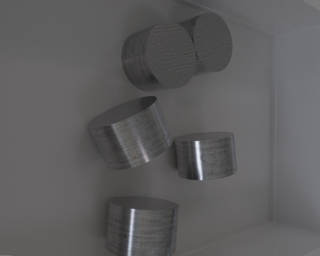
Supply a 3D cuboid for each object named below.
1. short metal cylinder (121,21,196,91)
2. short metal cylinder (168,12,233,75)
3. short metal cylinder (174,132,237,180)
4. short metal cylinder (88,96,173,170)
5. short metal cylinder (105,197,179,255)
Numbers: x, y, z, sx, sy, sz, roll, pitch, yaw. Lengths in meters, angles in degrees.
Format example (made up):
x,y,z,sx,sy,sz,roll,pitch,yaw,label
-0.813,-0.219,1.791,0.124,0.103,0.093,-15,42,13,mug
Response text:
x,y,z,sx,sy,sz,roll,pitch,yaw,label
-0.001,-0.088,0.389,0.081,0.050,0.080,0,90,-40,short metal cylinder
0.057,-0.116,0.438,0.081,0.050,0.080,0,90,-40,short metal cylinder
0.062,0.036,0.423,0.081,0.080,0.050,-11,97,-40,short metal cylinder
-0.032,0.004,0.344,0.081,0.080,0.050,-34,112,-35,short metal cylinder
-0.020,0.111,0.354,0.081,0.080,0.050,8,85,-40,short metal cylinder
